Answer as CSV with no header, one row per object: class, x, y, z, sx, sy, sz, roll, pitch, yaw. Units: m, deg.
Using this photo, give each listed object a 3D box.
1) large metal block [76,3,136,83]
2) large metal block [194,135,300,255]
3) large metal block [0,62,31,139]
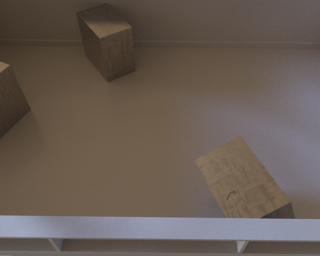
large metal block,-0.082,-0.132,0.480,0.050,0.080,0.080,-27,55,-20
large metal block,0.083,0.068,0.297,0.050,0.080,0.080,-30,44,4
large metal block,-0.224,-0.033,0.395,0.050,0.080,0.080,20,53,16
